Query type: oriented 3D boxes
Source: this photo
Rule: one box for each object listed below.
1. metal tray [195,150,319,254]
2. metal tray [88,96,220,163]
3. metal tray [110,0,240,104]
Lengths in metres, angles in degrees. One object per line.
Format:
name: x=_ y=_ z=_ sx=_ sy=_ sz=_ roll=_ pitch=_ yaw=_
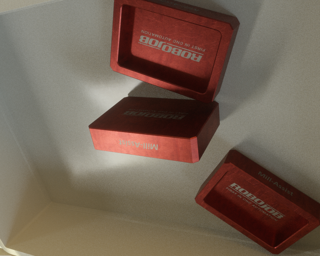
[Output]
metal tray: x=0.122 y=0.097 z=0.400 sx=0.130 sy=0.030 sz=0.089 roll=33 pitch=129 yaw=6
metal tray: x=-0.005 y=-0.003 z=0.365 sx=0.130 sy=0.090 sz=0.030 roll=6 pitch=121 yaw=25
metal tray: x=0.011 y=-0.090 z=0.342 sx=0.130 sy=0.030 sz=0.089 roll=21 pitch=126 yaw=15
